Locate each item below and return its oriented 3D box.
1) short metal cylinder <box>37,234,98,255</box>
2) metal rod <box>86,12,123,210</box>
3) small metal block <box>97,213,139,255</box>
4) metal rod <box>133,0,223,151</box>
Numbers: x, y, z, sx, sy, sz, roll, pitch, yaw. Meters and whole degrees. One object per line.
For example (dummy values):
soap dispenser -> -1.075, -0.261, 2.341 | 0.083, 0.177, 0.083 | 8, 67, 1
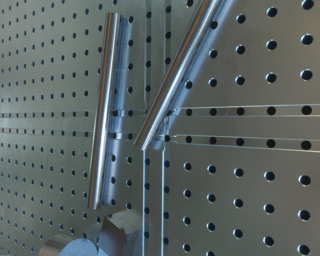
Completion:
short metal cylinder -> -0.146, 0.213, 0.491 | 0.050, 0.081, 0.080 | -5, 87, 39
metal rod -> -0.087, -0.022, 0.478 | 0.025, 0.025, 0.298 | 12, 98, 39
small metal block -> -0.063, 0.163, 0.459 | 0.050, 0.025, 0.050 | 24, 105, 37
metal rod -> 0.036, -0.102, 0.377 | 0.025, 0.025, 0.298 | 39, 114, 32
